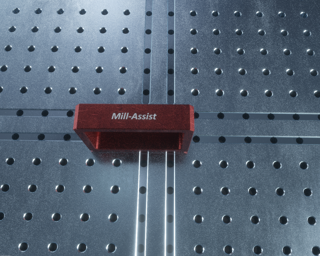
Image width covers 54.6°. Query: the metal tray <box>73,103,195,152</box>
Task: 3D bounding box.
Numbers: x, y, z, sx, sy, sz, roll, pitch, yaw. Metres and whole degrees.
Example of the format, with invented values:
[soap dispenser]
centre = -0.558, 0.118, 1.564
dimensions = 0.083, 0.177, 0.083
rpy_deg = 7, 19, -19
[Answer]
[metal tray]
centre = -0.028, 0.002, 0.376
dimensions = 0.131, 0.090, 0.030
rpy_deg = 0, 70, 0
